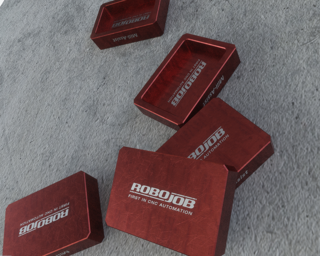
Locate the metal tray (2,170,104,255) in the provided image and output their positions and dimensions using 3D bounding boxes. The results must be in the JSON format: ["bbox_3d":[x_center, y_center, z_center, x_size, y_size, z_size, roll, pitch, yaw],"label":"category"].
[{"bbox_3d":[-0.139,0.122,0.399,0.130,0.030,0.090,-25,53,12],"label":"metal tray"}]

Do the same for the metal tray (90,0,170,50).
[{"bbox_3d":[-0.053,-0.192,0.546,0.130,0.030,0.090,-5,59,25],"label":"metal tray"}]

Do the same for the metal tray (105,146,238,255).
[{"bbox_3d":[0.008,0.073,0.326,0.130,0.030,0.090,7,84,32],"label":"metal tray"}]

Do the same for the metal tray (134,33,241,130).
[{"bbox_3d":[0.036,-0.064,0.420,0.090,0.030,0.130,27,76,37],"label":"metal tray"}]

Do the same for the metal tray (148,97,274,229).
[{"bbox_3d":[0.050,0.036,0.352,0.130,0.030,0.090,-43,51,-2],"label":"metal tray"}]
